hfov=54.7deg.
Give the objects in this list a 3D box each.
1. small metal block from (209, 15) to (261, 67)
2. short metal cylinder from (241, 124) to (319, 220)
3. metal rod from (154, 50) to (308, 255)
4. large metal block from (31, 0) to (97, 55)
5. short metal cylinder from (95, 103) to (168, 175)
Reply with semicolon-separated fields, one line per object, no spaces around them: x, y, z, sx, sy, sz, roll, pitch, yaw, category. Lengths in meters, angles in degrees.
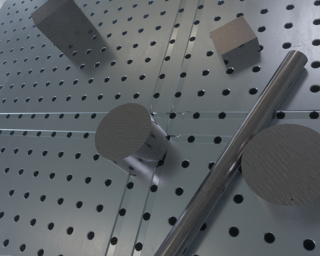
0.103;-0.120;0.428;0.050;0.025;0.050;-26;53;12;small metal block
0.125;0.043;0.301;0.080;0.050;0.080;-13;56;21;short metal cylinder
0.080;0.034;0.345;0.025;0.025;0.300;27;76;37;metal rod
-0.182;-0.202;0.592;0.080;0.080;0.050;-37;51;4;large metal block
-0.036;0.014;0.402;0.080;0.050;0.080;-13;56;21;short metal cylinder
